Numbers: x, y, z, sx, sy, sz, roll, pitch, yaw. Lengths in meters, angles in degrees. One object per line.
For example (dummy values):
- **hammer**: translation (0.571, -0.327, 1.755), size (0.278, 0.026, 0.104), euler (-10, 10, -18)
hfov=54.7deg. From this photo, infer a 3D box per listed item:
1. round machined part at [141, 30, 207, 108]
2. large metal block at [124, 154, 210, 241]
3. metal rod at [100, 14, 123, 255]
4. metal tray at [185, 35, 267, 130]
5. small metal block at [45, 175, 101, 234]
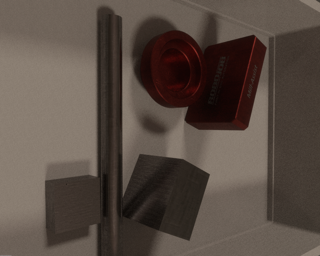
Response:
- **round machined part**: translation (0.013, -0.075, 0.409), size (0.099, 0.042, 0.097), euler (0, 90, -40)
- **large metal block**: translation (0.003, 0.081, 0.376), size (0.050, 0.080, 0.080), euler (32, 70, -36)
- **metal rod**: translation (-0.056, 0.021, 0.360), size (0.025, 0.025, 0.298), euler (0, 90, -40)
- **metal tray**: translation (0.093, -0.062, 0.444), size (0.030, 0.090, 0.130), euler (28, 73, -37)
- **small metal block**: translation (-0.092, 0.079, 0.331), size (0.050, 0.025, 0.050), euler (-2, 91, -40)
